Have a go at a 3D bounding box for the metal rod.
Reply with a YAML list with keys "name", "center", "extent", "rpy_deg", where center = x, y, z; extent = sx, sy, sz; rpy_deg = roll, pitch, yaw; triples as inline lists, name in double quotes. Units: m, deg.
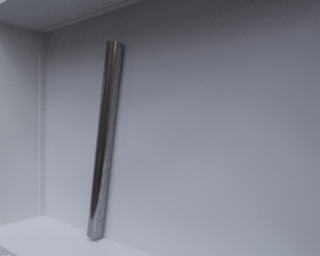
- name: "metal rod"
  center: [-0.085, 0.021, 0.473]
  extent: [0.025, 0.025, 0.298]
  rpy_deg: [12, 97, 39]
